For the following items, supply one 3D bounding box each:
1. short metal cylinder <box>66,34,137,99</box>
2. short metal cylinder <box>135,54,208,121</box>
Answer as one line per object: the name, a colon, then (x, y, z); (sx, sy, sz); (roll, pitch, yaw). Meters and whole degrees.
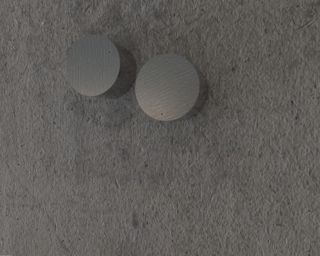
short metal cylinder: (-0.079, -0.081, 0.424); (0.080, 0.050, 0.080); (0, 90, 20)
short metal cylinder: (0.016, -0.048, 0.390); (0.080, 0.050, 0.080); (0, 90, 20)
